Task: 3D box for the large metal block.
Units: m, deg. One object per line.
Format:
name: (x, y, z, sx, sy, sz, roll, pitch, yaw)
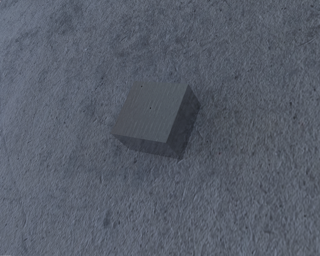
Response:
large metal block: (-0.003, -0.011, 0.397, 0.080, 0.050, 0.080, 8, 66, 31)
